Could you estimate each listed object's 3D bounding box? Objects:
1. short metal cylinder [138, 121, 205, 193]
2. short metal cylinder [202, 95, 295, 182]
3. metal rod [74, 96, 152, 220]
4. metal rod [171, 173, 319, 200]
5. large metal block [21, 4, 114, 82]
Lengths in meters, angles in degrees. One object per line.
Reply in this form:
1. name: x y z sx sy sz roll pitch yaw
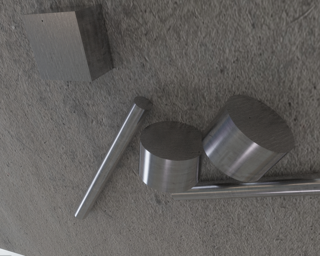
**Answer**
1. short metal cylinder: 0.014 0.034 0.385 0.080 0.080 0.050 18 126 17
2. short metal cylinder: 0.092 0.010 0.329 0.080 0.080 0.050 35 129 4
3. metal rod: -0.085 0.065 0.491 0.025 0.025 0.298 36 129 4
4. metal rod: 0.148 0.070 0.371 0.300 0.025 0.025 -11 113 32
5. large metal block: -0.111 -0.105 0.384 0.080 0.050 0.079 6 121 25
